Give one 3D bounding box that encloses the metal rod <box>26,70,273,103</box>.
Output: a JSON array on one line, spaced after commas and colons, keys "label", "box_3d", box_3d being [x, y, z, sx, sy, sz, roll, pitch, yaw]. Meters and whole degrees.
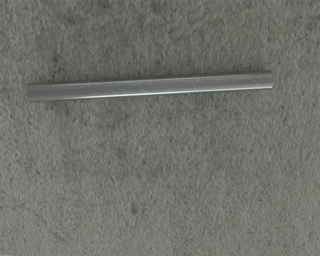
[{"label": "metal rod", "box_3d": [-0.013, -0.052, 0.390, 0.302, 0.025, 0.025, -3, 110, 0]}]
